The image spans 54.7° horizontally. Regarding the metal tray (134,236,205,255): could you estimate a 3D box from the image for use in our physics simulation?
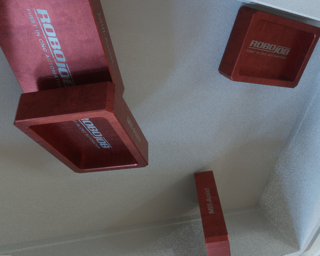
[{"bbox_3d":[0.012,0.256,0.574,0.131,0.030,0.089,-3,120,-28],"label":"metal tray"}]

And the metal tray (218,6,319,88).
[{"bbox_3d":[0.152,-0.106,0.424,0.131,0.030,0.089,1,118,-30],"label":"metal tray"}]

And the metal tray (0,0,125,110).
[{"bbox_3d":[-0.093,-0.075,0.283,0.090,0.030,0.129,-6,127,8],"label":"metal tray"}]

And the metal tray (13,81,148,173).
[{"bbox_3d":[-0.070,0.007,0.318,0.090,0.030,0.130,-7,151,9],"label":"metal tray"}]

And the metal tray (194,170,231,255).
[{"bbox_3d":[0.079,0.140,0.471,0.030,0.130,0.089,-10,124,5],"label":"metal tray"}]
